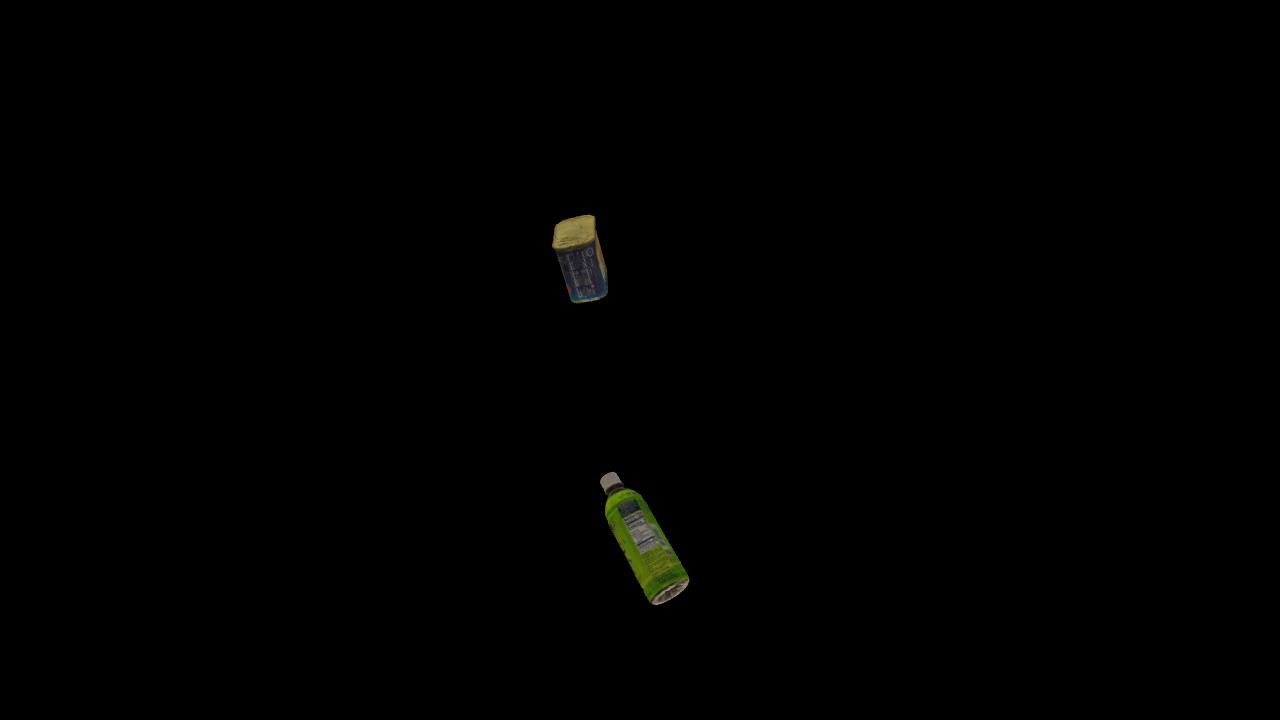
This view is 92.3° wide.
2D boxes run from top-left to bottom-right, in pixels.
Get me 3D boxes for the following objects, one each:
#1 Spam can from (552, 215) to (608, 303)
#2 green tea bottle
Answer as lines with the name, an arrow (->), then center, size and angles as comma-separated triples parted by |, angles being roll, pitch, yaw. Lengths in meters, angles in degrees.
Spam can -> -0.078, -0.137, 0.837 | 0.058, 0.085, 0.101 | -12, 33, 4
green tea bottle -> -0.003, 0.265, 0.950 | 0.073, 0.212, 0.073 | -21, -34, -15
